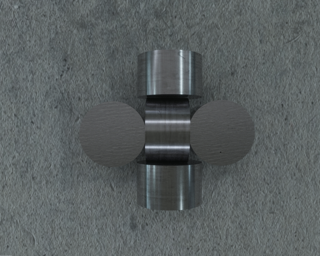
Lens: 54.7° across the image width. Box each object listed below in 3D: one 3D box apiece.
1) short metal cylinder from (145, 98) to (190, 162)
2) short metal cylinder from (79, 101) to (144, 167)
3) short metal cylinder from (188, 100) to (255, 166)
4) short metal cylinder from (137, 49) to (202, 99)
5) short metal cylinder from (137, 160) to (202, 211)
[{"bbox_3d":[0.009,0.002,0.384,0.050,0.080,0.080,0,90,0],"label":"short metal cylinder"},{"bbox_3d":[-0.057,0.007,0.398,0.081,0.050,0.080,0,90,-1],"label":"short metal cylinder"},{"bbox_3d":[0.074,0.005,0.399,0.081,0.050,0.080,0,90,0],"label":"short metal cylinder"},{"bbox_3d":[0.012,-0.063,0.384,0.081,0.080,0.050,0,90,0],"label":"short metal cylinder"},{"bbox_3d":[0.012,0.067,0.384,0.081,0.080,0.050,0,90,0],"label":"short metal cylinder"}]
